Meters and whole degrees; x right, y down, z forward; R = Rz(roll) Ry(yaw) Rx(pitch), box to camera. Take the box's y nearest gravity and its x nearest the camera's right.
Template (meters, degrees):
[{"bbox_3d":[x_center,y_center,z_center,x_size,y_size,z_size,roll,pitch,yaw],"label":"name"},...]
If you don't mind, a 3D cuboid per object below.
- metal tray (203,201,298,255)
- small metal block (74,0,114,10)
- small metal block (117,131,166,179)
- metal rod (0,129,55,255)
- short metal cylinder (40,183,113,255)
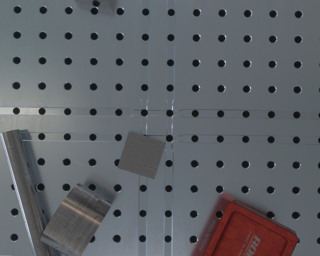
[{"bbox_3d":[0.104,0.171,0.394,0.090,0.030,0.129,26,90,24],"label":"metal tray"},{"bbox_3d":[-0.086,-0.191,0.412,0.050,0.025,0.050,13,90,0],"label":"small metal block"},{"bbox_3d":[-0.024,0.035,0.413,0.050,0.025,0.050,17,90,0],"label":"small metal block"},{"bbox_3d":[-0.160,0.149,0.412,0.025,0.025,0.298,-16,90,0],"label":"metal rod"},{"bbox_3d":[-0.101,0.116,0.385,0.050,0.080,0.080,31,90,0],"label":"short metal cylinder"}]
